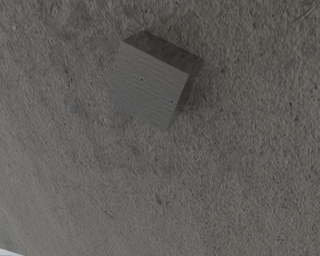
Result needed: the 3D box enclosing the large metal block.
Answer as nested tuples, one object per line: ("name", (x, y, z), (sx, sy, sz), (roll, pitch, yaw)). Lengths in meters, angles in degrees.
("large metal block", (-0.007, -0.055, 0.361), (0.080, 0.050, 0.079), (29, 128, 10))
